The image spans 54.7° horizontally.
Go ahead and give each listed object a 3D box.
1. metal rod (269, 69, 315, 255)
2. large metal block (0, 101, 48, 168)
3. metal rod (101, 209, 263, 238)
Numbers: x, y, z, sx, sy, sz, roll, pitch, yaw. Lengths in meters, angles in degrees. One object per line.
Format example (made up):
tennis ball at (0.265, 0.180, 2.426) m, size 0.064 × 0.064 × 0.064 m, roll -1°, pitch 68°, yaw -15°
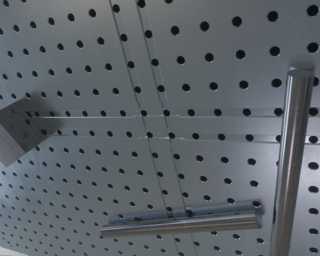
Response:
metal rod at (0.154, 0.076, 0.376) m, size 0.025 × 0.025 × 0.298 m, roll 8°, pitch 122°, yaw 24°
large metal block at (-0.259, 0.013, 0.539) m, size 0.080 × 0.050 × 0.080 m, roll -29°, pitch 103°, yaw 37°
metal rod at (0.015, 0.159, 0.501) m, size 0.300 × 0.025 × 0.025 m, roll -17°, pitch 109°, yaw 35°
